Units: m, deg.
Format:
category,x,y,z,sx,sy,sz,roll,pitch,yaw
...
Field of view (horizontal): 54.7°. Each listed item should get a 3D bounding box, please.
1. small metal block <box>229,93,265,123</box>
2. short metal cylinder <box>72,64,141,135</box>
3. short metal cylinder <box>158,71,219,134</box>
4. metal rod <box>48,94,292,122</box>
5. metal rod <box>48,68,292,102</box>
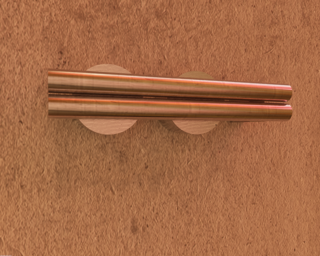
category,x,y,z,sx,sy,sz,roll,pitch,yaw
small metal block,0.123,-0.033,0.444,0.025,0.050,0.050,-2,90,-20
short metal cylinder,-0.066,-0.033,0.372,0.081,0.050,0.080,0,90,-20
short metal cylinder,0.038,-0.032,0.412,0.081,0.050,0.080,0,90,-20
metal rod,0.028,-0.022,0.367,0.302,0.025,0.025,0,90,-20
metal rod,0.028,-0.048,0.367,0.302,0.025,0.025,0,90,-20
